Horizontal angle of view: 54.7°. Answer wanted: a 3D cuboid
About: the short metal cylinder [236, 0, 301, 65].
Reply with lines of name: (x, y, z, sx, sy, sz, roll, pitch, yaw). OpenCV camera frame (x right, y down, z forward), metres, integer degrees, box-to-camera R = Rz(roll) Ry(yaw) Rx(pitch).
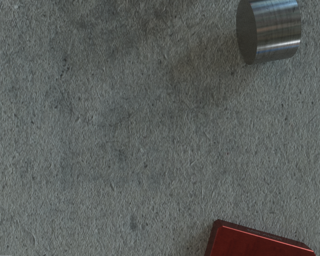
short metal cylinder: (0.131, -0.122, 0.383, 0.050, 0.080, 0.080, -10, 90, 0)

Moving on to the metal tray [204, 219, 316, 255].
metal tray: (0.125, 0.184, 0.409, 0.131, 0.030, 0.090, 16, 90, 0)
